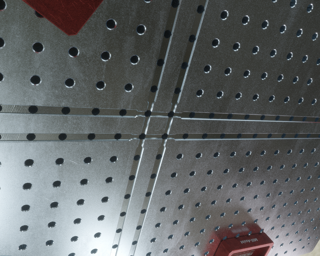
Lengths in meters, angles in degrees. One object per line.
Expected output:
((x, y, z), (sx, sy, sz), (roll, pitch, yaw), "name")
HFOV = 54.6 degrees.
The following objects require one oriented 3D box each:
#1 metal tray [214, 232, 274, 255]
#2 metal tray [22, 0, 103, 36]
((0.177, 0.279, 0.675), (0.131, 0.030, 0.089), (3, 117, -30), "metal tray")
((-0.075, -0.160, 0.268), (0.130, 0.030, 0.090), (-49, 129, 7), "metal tray")
